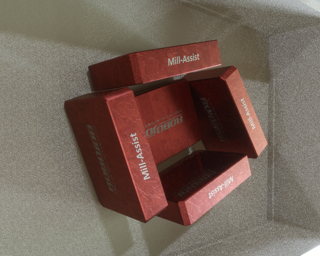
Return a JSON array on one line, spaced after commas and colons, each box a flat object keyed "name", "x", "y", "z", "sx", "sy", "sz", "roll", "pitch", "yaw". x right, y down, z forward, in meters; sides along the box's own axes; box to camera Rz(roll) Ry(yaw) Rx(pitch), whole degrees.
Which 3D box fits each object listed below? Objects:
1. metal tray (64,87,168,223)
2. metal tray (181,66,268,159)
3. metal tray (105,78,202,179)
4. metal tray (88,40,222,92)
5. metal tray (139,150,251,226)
[{"name": "metal tray", "x": -0.048, "y": 0.027, "z": 0.323, "sx": 0.030, "sy": 0.090, "sz": 0.129, "roll": -27, "pitch": 107, "yaw": -37}, {"name": "metal tray", "x": 0.086, "y": -0.019, "z": 0.437, "sx": 0.030, "sy": 0.090, "sz": 0.130, "roll": -44, "pitch": 117, "yaw": -31}, {"name": "metal tray", "x": -0.008, "y": -0.004, "z": 0.395, "sx": 0.131, "sy": 0.030, "sz": 0.089, "roll": -25, "pitch": 106, "yaw": -37}, {"name": "metal tray", "x": -0.004, "y": -0.073, "z": 0.360, "sx": 0.131, "sy": 0.090, "sz": 0.030, "roll": -20, "pitch": 103, "yaw": -38}, {"name": "metal tray", "x": 0.044, "y": 0.070, "z": 0.401, "sx": 0.131, "sy": 0.090, "sz": 0.030, "roll": -26, "pitch": 107, "yaw": -37}]
